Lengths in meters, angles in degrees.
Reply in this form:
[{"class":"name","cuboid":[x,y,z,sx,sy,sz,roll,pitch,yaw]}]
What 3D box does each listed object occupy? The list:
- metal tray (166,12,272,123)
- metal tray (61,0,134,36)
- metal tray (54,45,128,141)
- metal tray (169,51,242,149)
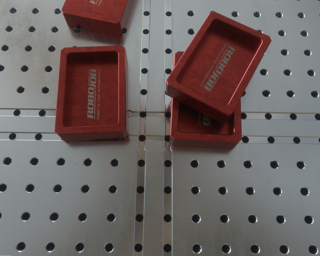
[{"class":"metal tray","cuboid":[0.077,-0.082,0.407,0.090,0.030,0.130,28,72,9]},{"class":"metal tray","cuboid":[-0.088,-0.213,0.486,0.090,0.030,0.130,13,70,4]},{"class":"metal tray","cuboid":[-0.091,-0.049,0.425,0.091,0.030,0.130,-2,70,-2]},{"class":"metal tray","cuboid":[0.062,-0.040,0.424,0.091,0.030,0.130,3,70,1]}]
